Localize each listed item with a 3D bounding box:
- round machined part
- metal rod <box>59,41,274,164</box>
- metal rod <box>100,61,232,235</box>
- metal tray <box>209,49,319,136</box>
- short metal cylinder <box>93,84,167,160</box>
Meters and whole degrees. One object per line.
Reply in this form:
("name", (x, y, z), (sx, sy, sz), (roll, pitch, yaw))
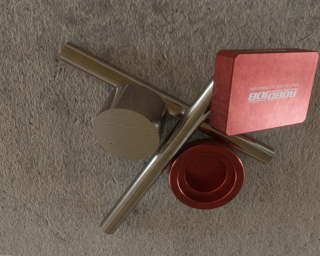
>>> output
("round machined part", (0.061, 0.059, 0.424), (0.099, 0.042, 0.097), (0, 110, 0))
("metal rod", (0.017, -0.028, 0.402), (0.301, 0.025, 0.025), (27, 108, -10))
("metal rod", (0.003, 0.039, 0.407), (0.025, 0.025, 0.298), (32, 113, -11))
("metal tray", (0.123, -0.045, 0.363), (0.131, 0.030, 0.089), (-8, 113, -27))
("short metal cylinder", (-0.035, -0.007, 0.381), (0.080, 0.050, 0.079), (7, 131, 9))
